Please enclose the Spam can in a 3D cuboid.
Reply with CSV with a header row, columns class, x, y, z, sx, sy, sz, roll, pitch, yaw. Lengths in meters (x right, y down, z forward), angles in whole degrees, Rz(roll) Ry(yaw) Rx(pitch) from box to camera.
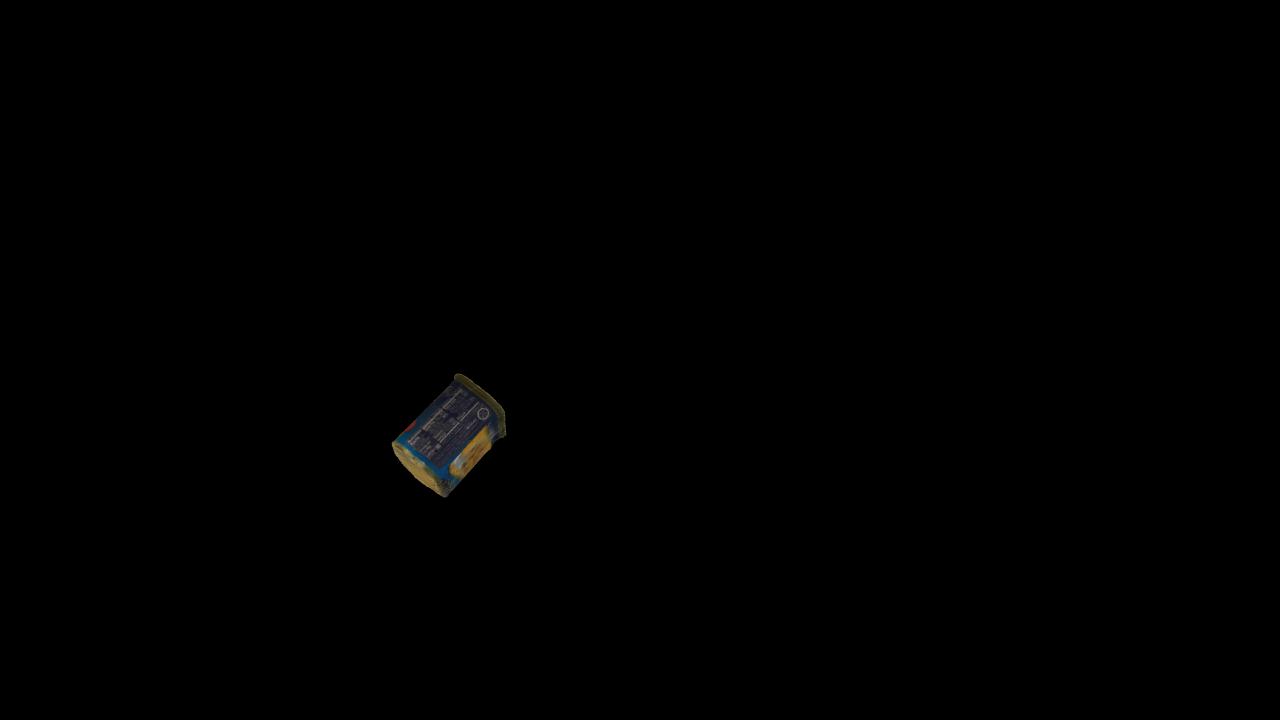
class,x,y,z,sx,sy,sz,roll,pitch,yaw
Spam can,-0.173,0.073,0.567,0.058,0.085,0.101,36,-25,7
